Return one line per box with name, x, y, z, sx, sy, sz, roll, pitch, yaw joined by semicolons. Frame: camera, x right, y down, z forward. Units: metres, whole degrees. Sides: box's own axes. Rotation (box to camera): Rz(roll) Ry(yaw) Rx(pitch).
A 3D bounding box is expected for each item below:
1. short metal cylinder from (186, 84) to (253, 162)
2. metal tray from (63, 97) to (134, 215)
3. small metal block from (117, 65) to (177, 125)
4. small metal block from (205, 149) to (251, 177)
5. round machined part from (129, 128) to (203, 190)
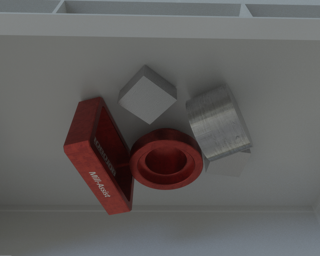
short metal cylinder;0.071;-0.006;0.367;0.050;0.080;0.080;-23;127;18
metal tray;-0.069;0.037;0.395;0.030;0.090;0.129;-13;129;11
small metal block;-0.015;-0.039;0.373;0.050;0.025;0.050;34;123;-24
small metal block;0.095;0.042;0.444;0.050;0.025;0.050;8;129;-6
round machined part;0.008;0.038;0.427;0.099;0.042;0.097;-1;130;0
